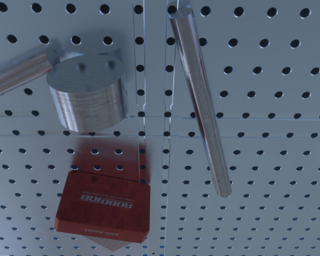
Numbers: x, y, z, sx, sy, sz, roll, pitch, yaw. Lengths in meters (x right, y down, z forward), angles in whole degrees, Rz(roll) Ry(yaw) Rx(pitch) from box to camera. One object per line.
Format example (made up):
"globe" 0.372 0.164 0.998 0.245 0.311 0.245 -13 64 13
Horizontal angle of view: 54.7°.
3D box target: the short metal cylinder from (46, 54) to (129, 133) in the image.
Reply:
"short metal cylinder" -0.077 -0.040 0.341 0.081 0.080 0.050 -2 130 1

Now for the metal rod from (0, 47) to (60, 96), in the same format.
"metal rod" -0.254 -0.028 0.383 0.301 0.025 0.025 -20 128 15

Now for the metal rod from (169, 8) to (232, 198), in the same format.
"metal rod" 0.062 -0.007 0.406 0.025 0.025 0.299 -13 129 10

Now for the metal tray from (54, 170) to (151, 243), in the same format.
"metal tray" -0.082 0.117 0.467 0.131 0.090 0.030 12 129 -11

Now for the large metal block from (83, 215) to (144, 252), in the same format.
"large metal block" -0.079 0.160 0.531 0.080 0.050 0.080 -33 123 24
